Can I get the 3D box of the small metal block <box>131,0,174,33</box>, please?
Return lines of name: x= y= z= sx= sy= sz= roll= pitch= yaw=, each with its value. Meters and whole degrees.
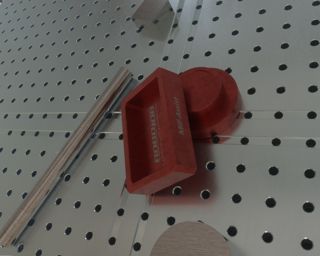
small metal block: x=-0.013 y=-0.196 z=0.534 sx=0.050 sy=0.025 sz=0.050 roll=25 pitch=75 yaw=36

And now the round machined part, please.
round machined part: x=0.050 y=-0.039 z=0.394 sx=0.098 sy=0.042 sz=0.098 roll=-13 pitch=56 yaw=21

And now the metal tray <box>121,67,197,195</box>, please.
metal tray: x=-0.007 y=0.005 z=0.369 sx=0.090 sy=0.030 sz=0.130 roll=-34 pitch=53 yaw=42

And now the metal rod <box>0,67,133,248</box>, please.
metal rod: x=-0.133 y=0.034 z=0.454 sx=0.025 sy=0.025 sz=0.300 roll=24 pitch=74 yaw=36

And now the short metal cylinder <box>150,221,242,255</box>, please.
short metal cylinder: x=0.036 y=0.134 z=0.291 sx=0.080 sy=0.050 sz=0.080 roll=-13 pitch=56 yaw=20
